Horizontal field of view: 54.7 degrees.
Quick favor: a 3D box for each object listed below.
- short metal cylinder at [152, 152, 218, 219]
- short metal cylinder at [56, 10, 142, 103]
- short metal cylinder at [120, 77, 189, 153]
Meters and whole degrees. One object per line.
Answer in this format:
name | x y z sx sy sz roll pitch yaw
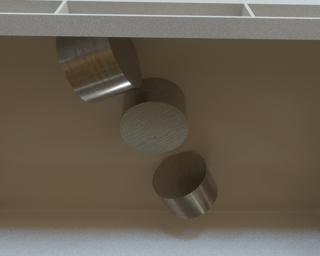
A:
short metal cylinder | 0.036 0.081 0.442 0.080 0.080 0.050 -19 128 15
short metal cylinder | -0.058 -0.070 0.312 0.050 0.080 0.080 -17 128 14
short metal cylinder | -0.007 -0.015 0.380 0.081 0.050 0.079 0 130 0
